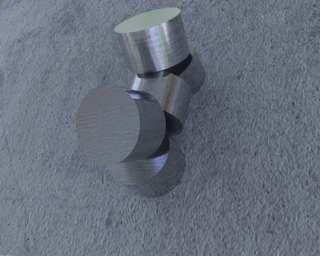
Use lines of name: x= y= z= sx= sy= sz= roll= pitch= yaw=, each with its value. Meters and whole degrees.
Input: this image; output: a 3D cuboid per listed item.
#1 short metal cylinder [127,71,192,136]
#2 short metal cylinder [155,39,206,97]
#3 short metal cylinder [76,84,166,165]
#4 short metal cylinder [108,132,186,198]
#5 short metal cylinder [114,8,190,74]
short metal cylinder: x=-0.004 y=-0.030 z=0.391 sx=0.080 sy=0.080 sz=0.050 roll=2 pitch=63 yaw=29
short metal cylinder: x=0.018 y=-0.080 z=0.430 sx=0.080 sy=0.050 sz=0.080 roll=-13 pitch=56 yaw=21
short metal cylinder: x=-0.041 y=-0.003 z=0.328 sx=0.080 sy=0.050 sz=0.080 roll=0 pitch=89 yaw=29
short metal cylinder: x=-0.015 y=0.039 z=0.374 sx=0.080 sy=0.050 sz=0.080 roll=-13 pitch=56 yaw=21
short metal cylinder: x=-0.009 y=-0.107 z=0.376 sx=0.080 sy=0.050 sz=0.080 roll=-13 pitch=32 yaw=9
